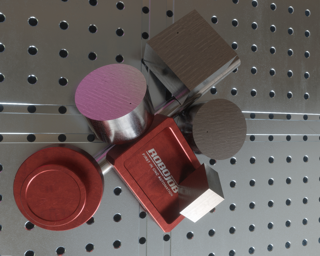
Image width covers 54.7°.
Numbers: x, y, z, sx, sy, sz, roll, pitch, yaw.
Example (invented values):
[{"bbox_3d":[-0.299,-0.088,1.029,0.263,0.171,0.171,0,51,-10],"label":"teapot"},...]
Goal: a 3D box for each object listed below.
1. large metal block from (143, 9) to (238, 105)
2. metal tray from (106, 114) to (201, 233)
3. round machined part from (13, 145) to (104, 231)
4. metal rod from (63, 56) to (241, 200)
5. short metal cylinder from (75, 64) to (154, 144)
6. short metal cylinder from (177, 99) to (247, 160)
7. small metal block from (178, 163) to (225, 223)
[{"bbox_3d":[0.037,-0.090,0.400,0.080,0.050,0.080,-39,83,-16],"label":"large metal block"},{"bbox_3d":[0.004,0.058,0.396,0.090,0.030,0.130,-39,115,-15],"label":"metal tray"},{"bbox_3d":[-0.114,0.070,0.348,0.099,0.042,0.097,-1,96,-5],"label":"round machined part"},{"bbox_3d":[-0.005,-0.009,0.412,0.301,0.025,0.025,-39,103,-15],"label":"metal rod"},{"bbox_3d":[-0.050,-0.028,0.359,0.080,0.050,0.080,-5,57,7],"label":"short metal cylinder"},{"bbox_3d":[0.070,0.002,0.424,0.081,0.050,0.079,0,90,-20],"label":"short metal cylinder"},{"bbox_3d":[0.049,0.080,0.387,0.025,0.050,0.050,37,113,-19],"label":"small metal block"}]
